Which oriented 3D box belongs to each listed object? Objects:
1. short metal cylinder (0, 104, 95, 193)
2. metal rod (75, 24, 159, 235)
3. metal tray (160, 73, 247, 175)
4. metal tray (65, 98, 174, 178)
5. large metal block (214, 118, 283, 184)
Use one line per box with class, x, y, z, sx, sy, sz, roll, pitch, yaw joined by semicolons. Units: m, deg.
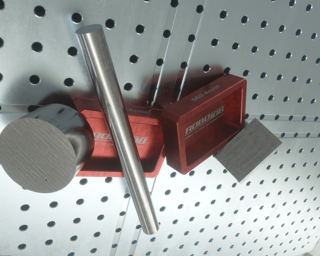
short metal cylinder;-0.115;0.020;0.321;0.080;0.050;0.079;3;110;8
metal rod;-0.039;0.028;0.368;0.025;0.025;0.298;-23;127;-15
metal tray;0.063;-0.008;0.413;0.131;0.030;0.089;-31;131;-30
metal tray;-0.051;0.017;0.390;0.131;0.030;0.089;7;115;-32
large metal block;0.132;0.038;0.468;0.080;0.050;0.080;-44;160;2
